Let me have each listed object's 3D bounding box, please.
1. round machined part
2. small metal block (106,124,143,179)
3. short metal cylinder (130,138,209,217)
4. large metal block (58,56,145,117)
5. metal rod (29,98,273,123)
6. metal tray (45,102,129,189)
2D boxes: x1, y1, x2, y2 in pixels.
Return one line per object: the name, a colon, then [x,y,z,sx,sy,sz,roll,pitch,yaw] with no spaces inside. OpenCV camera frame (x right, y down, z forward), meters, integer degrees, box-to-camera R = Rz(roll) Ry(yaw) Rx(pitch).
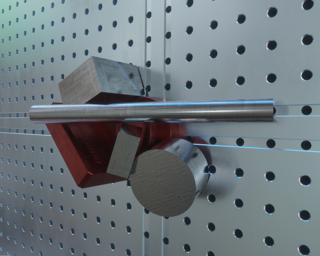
round machined part: [-0.024,0.006,0.420,0.098,0.042,0.097,0,90,39]
small metal block: [-0.041,0.025,0.368,0.025,0.050,0.050,17,102,-5]
short metal cylinder: [0.012,0.057,0.366,0.080,0.050,0.079,6,105,23]
large metal block: [-0.082,-0.053,0.436,0.080,0.081,0.050,-27,74,36]
metal rod: [-0.026,-0.018,0.367,0.301,0.025,0.025,0,90,20]
metal tray: [-0.100,0.020,0.446,0.030,0.091,0.130,-51,61,28]
